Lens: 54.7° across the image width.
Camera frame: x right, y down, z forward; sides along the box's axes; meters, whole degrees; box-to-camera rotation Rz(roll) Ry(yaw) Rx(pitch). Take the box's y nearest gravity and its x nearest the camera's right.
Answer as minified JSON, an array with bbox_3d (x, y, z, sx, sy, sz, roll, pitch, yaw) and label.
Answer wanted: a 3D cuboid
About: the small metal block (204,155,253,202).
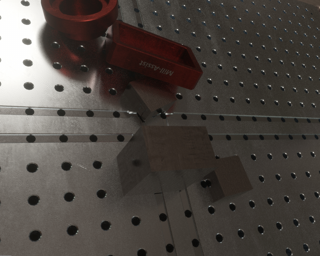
[{"bbox_3d":[0.090,0.067,0.417,0.050,0.025,0.050,-6,65,-31],"label":"small metal block"}]

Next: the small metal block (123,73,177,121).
[{"bbox_3d":[-0.013,-0.044,0.429,0.050,0.025,0.050,-28,78,-38],"label":"small metal block"}]

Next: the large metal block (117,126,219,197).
[{"bbox_3d":[0.005,0.038,0.354,0.081,0.080,0.050,1,62,-28],"label":"large metal block"}]

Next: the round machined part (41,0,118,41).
[{"bbox_3d":[-0.107,-0.157,0.423,0.099,0.042,0.098,3,53,-3],"label":"round machined part"}]

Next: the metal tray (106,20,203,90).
[{"bbox_3d":[-0.010,-0.106,0.445,0.131,0.030,0.090,15,34,-20],"label":"metal tray"}]
